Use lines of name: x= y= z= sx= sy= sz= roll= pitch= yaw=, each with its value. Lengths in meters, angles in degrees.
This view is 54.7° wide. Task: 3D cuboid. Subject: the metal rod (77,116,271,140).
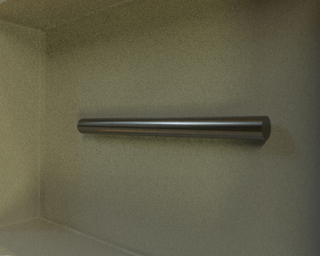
metal rod: x=-0.008 y=-0.002 z=0.409 sx=0.300 sy=0.025 sz=0.025 roll=1 pitch=91 yaw=39
